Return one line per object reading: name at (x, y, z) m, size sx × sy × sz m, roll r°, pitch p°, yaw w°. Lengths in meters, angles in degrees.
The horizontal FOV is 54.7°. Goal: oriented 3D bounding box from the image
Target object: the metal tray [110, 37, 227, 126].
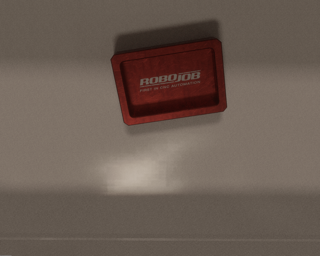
metal tray at (0.013, -0.058, 0.387) m, size 0.131 × 0.030 × 0.089 m, roll -8°, pitch 110°, yaw 2°
